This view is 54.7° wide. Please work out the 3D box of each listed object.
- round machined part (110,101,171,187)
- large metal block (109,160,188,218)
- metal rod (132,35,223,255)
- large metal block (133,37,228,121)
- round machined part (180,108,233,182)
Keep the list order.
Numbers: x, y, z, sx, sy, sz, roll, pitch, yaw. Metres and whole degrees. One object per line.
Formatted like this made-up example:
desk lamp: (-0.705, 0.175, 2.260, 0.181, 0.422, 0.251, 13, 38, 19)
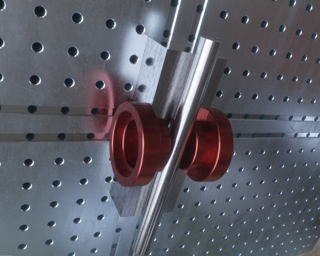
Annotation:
round machined part: (-0.022, 0.018, 0.362, 0.042, 0.098, 0.097, 2, 118, -29)
large metal block: (-0.017, 0.072, 0.430, 0.081, 0.050, 0.079, 3, 117, -30)
metal rod: (0.013, 0.039, 0.378, 0.025, 0.025, 0.298, 3, 117, -30)
large metal block: (0.022, -0.057, 0.371, 0.081, 0.050, 0.079, 2, 118, -30)
round machined part: (0.048, 0.021, 0.402, 0.042, 0.098, 0.097, 4, 117, -25)
